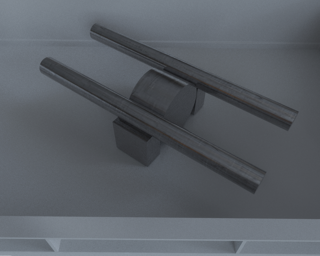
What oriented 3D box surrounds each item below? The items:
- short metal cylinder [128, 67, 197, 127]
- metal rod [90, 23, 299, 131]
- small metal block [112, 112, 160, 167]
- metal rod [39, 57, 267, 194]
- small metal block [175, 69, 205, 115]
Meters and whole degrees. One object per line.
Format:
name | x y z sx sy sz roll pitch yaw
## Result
short metal cylinder | 0.004 -0.030 0.393 0.050 0.080 0.080 30 56 22
metal rod | 0.028 -0.075 0.402 0.300 0.025 0.025 29 56 22
small metal block | -0.028 0.013 0.376 0.050 0.050 0.025 30 56 22
metal rod | -0.026 -0.015 0.352 0.300 0.025 0.025 29 56 22
small metal block | 0.035 -0.053 0.431 0.050 0.050 0.025 30 56 22
